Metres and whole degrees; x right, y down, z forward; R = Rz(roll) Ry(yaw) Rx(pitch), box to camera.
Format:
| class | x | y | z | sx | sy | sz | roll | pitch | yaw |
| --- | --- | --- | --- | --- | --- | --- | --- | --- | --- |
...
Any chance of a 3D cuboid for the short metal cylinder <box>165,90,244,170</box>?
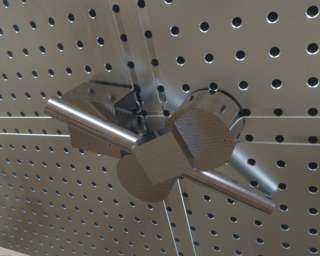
| class | x | y | z | sx | sy | sz | roll | pitch | yaw |
| --- | --- | --- | --- | --- | --- | --- | --- | --- | --- |
| short metal cylinder | 0.052 | 0.002 | 0.364 | 0.080 | 0.050 | 0.079 | 13 | 124 | 21 |

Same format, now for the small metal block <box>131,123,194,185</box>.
| class | x | y | z | sx | sy | sz | roll | pitch | yaw |
| --- | --- | --- | --- | --- | --- | --- | --- | --- | --- |
| small metal block | 0.004 | 0.030 | 0.349 | 0.050 | 0.025 | 0.050 | -25 | 105 | 18 |

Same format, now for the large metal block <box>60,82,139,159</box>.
| class | x | y | z | sx | sy | sz | roll | pitch | yaw |
| --- | --- | --- | --- | --- | --- | --- | --- | --- | --- |
| large metal block | -0.079 | -0.012 | 0.422 | 0.080 | 0.050 | 0.079 | 10 | 123 | 22 |

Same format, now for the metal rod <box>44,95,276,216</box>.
| class | x | y | z | sx | sy | sz | roll | pitch | yaw |
| --- | --- | --- | --- | --- | --- | --- | --- | --- | --- |
| metal rod | 0.005 | 0.037 | 0.381 | 0.301 | 0.025 | 0.025 | 25 | 129 | -6 |

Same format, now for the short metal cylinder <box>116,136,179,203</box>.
| class | x | y | z | sx | sy | sz | roll | pitch | yaw |
| --- | --- | --- | --- | --- | --- | --- | --- | --- | --- |
| short metal cylinder | -0.013 | 0.056 | 0.432 | 0.080 | 0.050 | 0.079 | 13 | 124 | 21 |
